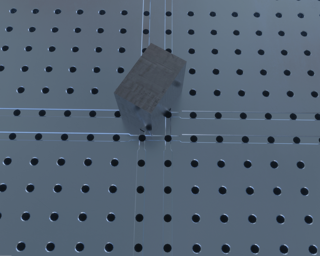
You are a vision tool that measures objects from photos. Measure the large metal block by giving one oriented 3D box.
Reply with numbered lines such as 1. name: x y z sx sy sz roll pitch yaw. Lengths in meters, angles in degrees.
1. large metal block: -0.011 -0.047 0.399 0.050 0.080 0.080 30 73 10
